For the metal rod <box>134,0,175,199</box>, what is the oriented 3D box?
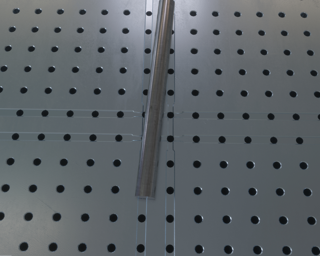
[{"bbox_3d":[-0.004,-0.055,0.431,0.025,0.025,0.299,5,70,2],"label":"metal rod"}]
